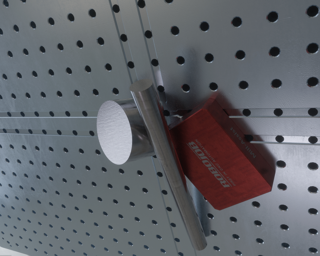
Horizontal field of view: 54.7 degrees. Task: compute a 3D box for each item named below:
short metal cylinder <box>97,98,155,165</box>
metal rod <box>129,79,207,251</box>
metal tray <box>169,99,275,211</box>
[{"bbox_3d":[-0.038,0.002,0.396,0.080,0.050,0.079,15,110,48],"label":"short metal cylinder"},{"bbox_3d":[0.022,0.070,0.405,0.025,0.025,0.299,2,131,27],"label":"metal rod"},{"bbox_3d":[0.070,0.038,0.395,0.130,0.030,0.090,49,129,-7],"label":"metal tray"}]
